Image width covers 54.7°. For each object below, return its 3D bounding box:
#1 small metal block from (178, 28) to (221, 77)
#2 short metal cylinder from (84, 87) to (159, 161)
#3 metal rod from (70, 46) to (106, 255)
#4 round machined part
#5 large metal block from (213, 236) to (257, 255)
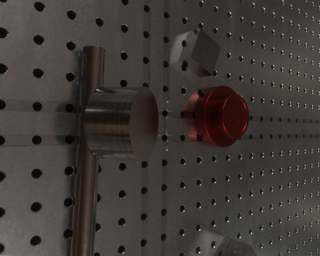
[{"bbox_3d":[0.060,-0.111,0.462,0.050,0.025,0.050,30,71,-36],"label":"small metal block"},{"bbox_3d":[-0.039,-0.005,0.340,0.080,0.050,0.079,1,91,-70],"label":"short metal cylinder"},{"bbox_3d":[-0.081,0.060,0.342,0.025,0.025,0.298,5,87,-40],"label":"metal rod"},{"bbox_3d":[0.103,-0.018,0.488,0.099,0.042,0.097,0,90,-40],"label":"round machined part"},{"bbox_3d":[0.122,0.238,0.499,0.080,0.050,0.080,-49,119,-29],"label":"large metal block"}]
